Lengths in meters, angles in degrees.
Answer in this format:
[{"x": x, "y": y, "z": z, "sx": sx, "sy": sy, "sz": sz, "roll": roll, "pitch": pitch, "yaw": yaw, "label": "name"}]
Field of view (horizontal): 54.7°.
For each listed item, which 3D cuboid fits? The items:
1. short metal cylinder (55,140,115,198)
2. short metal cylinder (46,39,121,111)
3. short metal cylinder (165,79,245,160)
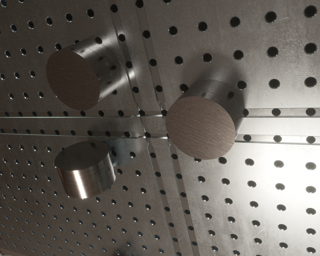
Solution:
[{"x": -0.112, "y": 0.061, "z": 0.470, "sx": 0.080, "sy": 0.080, "sz": 0.050, "roll": 6, "pitch": 121, "yaw": 25, "label": "short metal cylinder"}, {"x": -0.098, "y": -0.069, "z": 0.402, "sx": 0.080, "sy": 0.050, "sz": 0.079, "roll": 13, "pitch": 124, "yaw": 20, "label": "short metal cylinder"}, {"x": 0.053, "y": -0.010, "z": 0.360, "sx": 0.080, "sy": 0.050, "sz": 0.079, "roll": 13, "pitch": 124, "yaw": 20, "label": "short metal cylinder"}]
